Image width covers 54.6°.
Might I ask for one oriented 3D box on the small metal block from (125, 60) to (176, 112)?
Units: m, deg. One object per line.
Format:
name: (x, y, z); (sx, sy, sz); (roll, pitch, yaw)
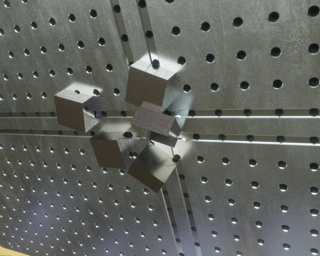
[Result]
small metal block: (-0.013, -0.051, 0.387); (0.050, 0.025, 0.050); (23, 127, 14)

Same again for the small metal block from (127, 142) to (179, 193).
small metal block: (-0.009, 0.055, 0.434); (0.050, 0.050, 0.025); (34, 129, 6)

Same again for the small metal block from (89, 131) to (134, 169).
small metal block: (-0.072, 0.033, 0.471); (0.050, 0.025, 0.050); (0, 119, 28)

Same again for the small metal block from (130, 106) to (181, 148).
small metal block: (-0.004, -0.001, 0.397); (0.050, 0.025, 0.050); (18, 165, 18)

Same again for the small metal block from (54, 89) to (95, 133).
small metal block: (-0.127, -0.026, 0.463); (0.050, 0.025, 0.050); (16, 125, 19)
